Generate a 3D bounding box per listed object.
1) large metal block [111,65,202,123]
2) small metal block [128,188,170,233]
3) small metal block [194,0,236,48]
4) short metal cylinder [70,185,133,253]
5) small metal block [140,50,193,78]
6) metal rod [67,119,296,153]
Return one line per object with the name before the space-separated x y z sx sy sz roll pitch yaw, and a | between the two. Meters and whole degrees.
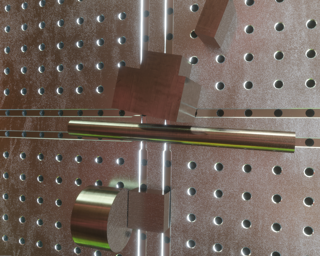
large metal block | -0.001 -0.039 0.383 0.080 0.080 0.050 13 95 19
small metal block | -0.014 0.110 0.417 0.050 0.025 0.050 2 91 19
small metal block | 0.068 -0.130 0.375 0.025 0.050 0.050 23 98 18
short metal cylinder | -0.072 0.118 0.408 0.050 0.080 0.079 2 91 20
small metal block | 0.009 -0.078 0.395 0.050 0.050 0.025 13 94 19
metal rod | 0.013 0.008 0.407 0.301 0.025 0.025 3 91 19
